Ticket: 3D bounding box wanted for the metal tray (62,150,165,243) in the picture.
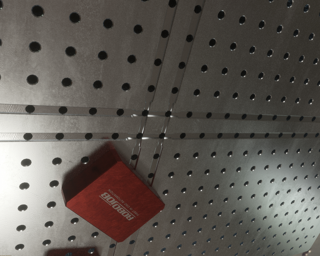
[{"bbox_3d":[-0.061,0.100,0.438,0.090,0.030,0.130,-39,130,-3],"label":"metal tray"}]
